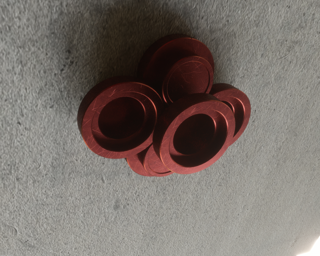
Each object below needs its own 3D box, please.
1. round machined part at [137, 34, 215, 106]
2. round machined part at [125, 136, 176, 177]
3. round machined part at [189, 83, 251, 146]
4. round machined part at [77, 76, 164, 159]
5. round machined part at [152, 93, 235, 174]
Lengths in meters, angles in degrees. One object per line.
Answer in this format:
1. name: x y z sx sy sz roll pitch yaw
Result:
1. round machined part: 0.025 -0.060 0.375 0.099 0.042 0.097 -14 125 -21
2. round machined part: 0.002 0.026 0.416 0.099 0.042 0.097 -14 125 -21
3. round machined part: 0.073 -0.017 0.428 0.099 0.042 0.097 -14 125 -21
4. round machined part: -0.048 -0.016 0.363 0.099 0.042 0.097 -14 125 -21
5. round machined part: 0.036 0.003 0.365 0.099 0.042 0.097 -14 125 -21
